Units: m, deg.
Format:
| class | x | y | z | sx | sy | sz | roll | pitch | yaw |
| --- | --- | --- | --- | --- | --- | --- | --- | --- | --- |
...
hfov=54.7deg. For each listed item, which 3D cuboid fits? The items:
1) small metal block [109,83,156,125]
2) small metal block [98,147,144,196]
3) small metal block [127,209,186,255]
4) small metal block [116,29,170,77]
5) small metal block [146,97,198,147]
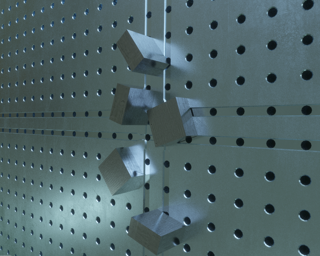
| class | x | y | z | sx | sy | sz | roll | pitch | yaw |
| --- | --- | --- | --- | --- | --- | --- | --- | --- | --- |
| small metal block | -0.037 | -0.031 | 0.421 | 0.025 | 0.050 | 0.050 | 24 | 105 | 37 |
| small metal block | -0.058 | 0.063 | 0.455 | 0.050 | 0.025 | 0.050 | -46 | 63 | 30 |
| small metal block | -0.004 | 0.130 | 0.395 | 0.050 | 0.050 | 0.025 | 20 | 103 | 38 |
| small metal block | -0.022 | -0.098 | 0.410 | 0.025 | 0.050 | 0.050 | -44 | 64 | 31 |
| small metal block | 0.015 | -0.007 | 0.396 | 0.050 | 0.025 | 0.050 | -23 | 76 | 37 |
